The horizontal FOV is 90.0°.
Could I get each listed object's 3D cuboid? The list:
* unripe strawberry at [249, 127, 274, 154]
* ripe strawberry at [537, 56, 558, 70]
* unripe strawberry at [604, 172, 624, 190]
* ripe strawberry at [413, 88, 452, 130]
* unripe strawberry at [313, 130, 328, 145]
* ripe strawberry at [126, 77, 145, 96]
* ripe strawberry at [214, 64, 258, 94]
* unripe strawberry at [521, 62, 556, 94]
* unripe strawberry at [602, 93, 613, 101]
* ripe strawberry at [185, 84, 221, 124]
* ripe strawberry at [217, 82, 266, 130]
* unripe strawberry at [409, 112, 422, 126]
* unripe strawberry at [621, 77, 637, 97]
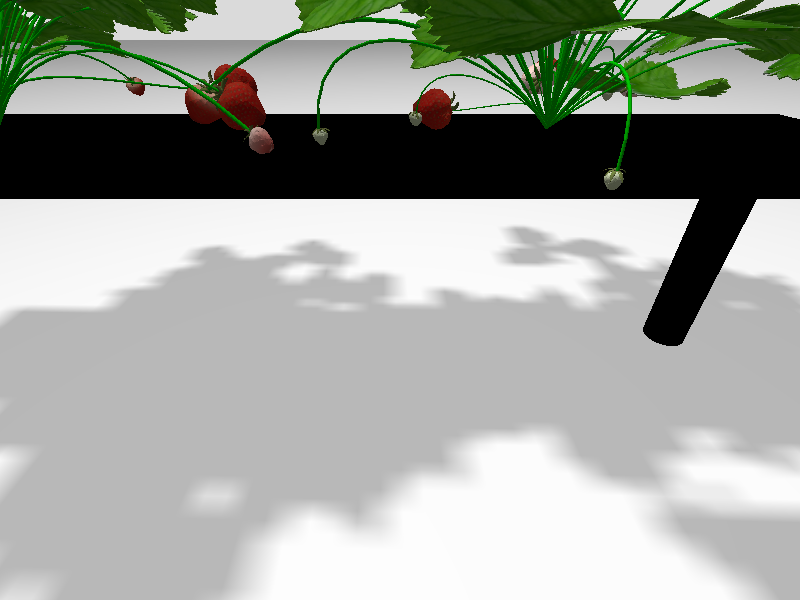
[{"bbox_3d":[-0.088,-0.100,0.254,0.016,0.016,0.014,-50,5,38],"label":"unripe strawberry"},{"bbox_3d":[0.186,-0.291,0.513,0.033,0.038,0.036,9,35,13],"label":"ripe strawberry"},{"bbox_3d":[0.104,-0.059,0.196,0.009,0.010,0.010,3,34,5],"label":"unripe strawberry"},{"bbox_3d":[0.025,-0.149,0.313,0.030,0.029,0.033,-3,34,-3],"label":"ripe strawberry"},{"bbox_3d":[-0.053,-0.109,0.268,0.010,0.010,0.011,-12,36,-17],"label":"unripe strawberry"},{"bbox_3d":[-0.318,-0.257,0.483,0.019,0.020,0.020,2,-13,3],"label":"ripe strawberry"},{"bbox_3d":[-0.156,-0.203,0.384,0.038,0.040,0.035,-14,37,-21],"label":"ripe strawberry"},{"bbox_3d":[0.165,-0.265,0.477,0.040,0.034,0.040,7,34,11],"label":"unripe strawberry"},{"bbox_3d":[0.214,-0.212,0.414,0.011,0.011,0.011,25,42,32],"label":"unripe strawberry"},{"bbox_3d":[-0.168,-0.165,0.341,0.030,0.031,0.029,36,30,-17],"label":"ripe strawberry"},{"bbox_3d":[-0.125,-0.153,0.319,0.035,0.035,0.033,30,30,-18],"label":"ripe strawberry"},{"bbox_3d":[0.012,-0.139,0.307,0.010,0.010,0.009,-6,35,-8],"label":"unripe strawberry"},{"bbox_3d":[0.269,-0.247,0.459,0.028,0.026,0.026,26,42,33],"label":"unripe strawberry"}]
